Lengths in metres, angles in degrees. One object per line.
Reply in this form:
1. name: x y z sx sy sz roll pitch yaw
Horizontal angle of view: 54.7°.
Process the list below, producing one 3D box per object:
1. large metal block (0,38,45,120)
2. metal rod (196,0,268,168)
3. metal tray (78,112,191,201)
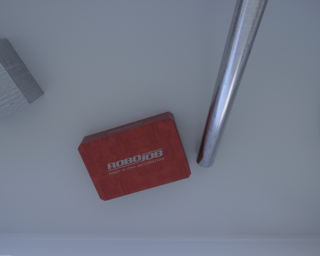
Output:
1. large metal block: -0.206 -0.052 0.376 0.080 0.050 0.080 -26 108 9
2. metal rod: 0.072 -0.053 0.319 0.025 0.025 0.298 3 139 -2
3. metal tray: -0.033 0.040 0.423 0.131 0.030 0.090 -17 110 5
